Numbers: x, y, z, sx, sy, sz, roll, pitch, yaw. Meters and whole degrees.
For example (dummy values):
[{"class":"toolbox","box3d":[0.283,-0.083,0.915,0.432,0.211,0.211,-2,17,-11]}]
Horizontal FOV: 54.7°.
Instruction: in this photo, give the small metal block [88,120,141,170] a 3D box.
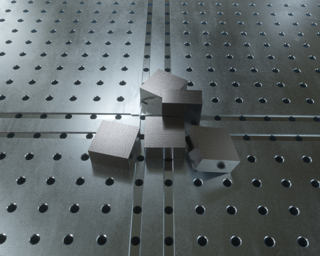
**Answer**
[{"class":"small metal block","box3d":[-0.056,0.021,0.390,0.050,0.025,0.050,11,51,8]}]

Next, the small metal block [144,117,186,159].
[{"class":"small metal block","box3d":[0.006,0.012,0.398,0.050,0.025,0.050,0,50,0]}]

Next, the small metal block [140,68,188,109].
[{"class":"small metal block","box3d":[0.006,-0.055,0.454,0.050,0.025,0.050,26,55,20]}]

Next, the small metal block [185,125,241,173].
[{"class":"small metal block","box3d":[0.063,0.026,0.377,0.050,0.025,0.050,6,48,-21]}]

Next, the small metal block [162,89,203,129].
[{"class":"small metal block","box3d":[0.028,-0.024,0.412,0.050,0.050,0.025,2,50,1]}]
